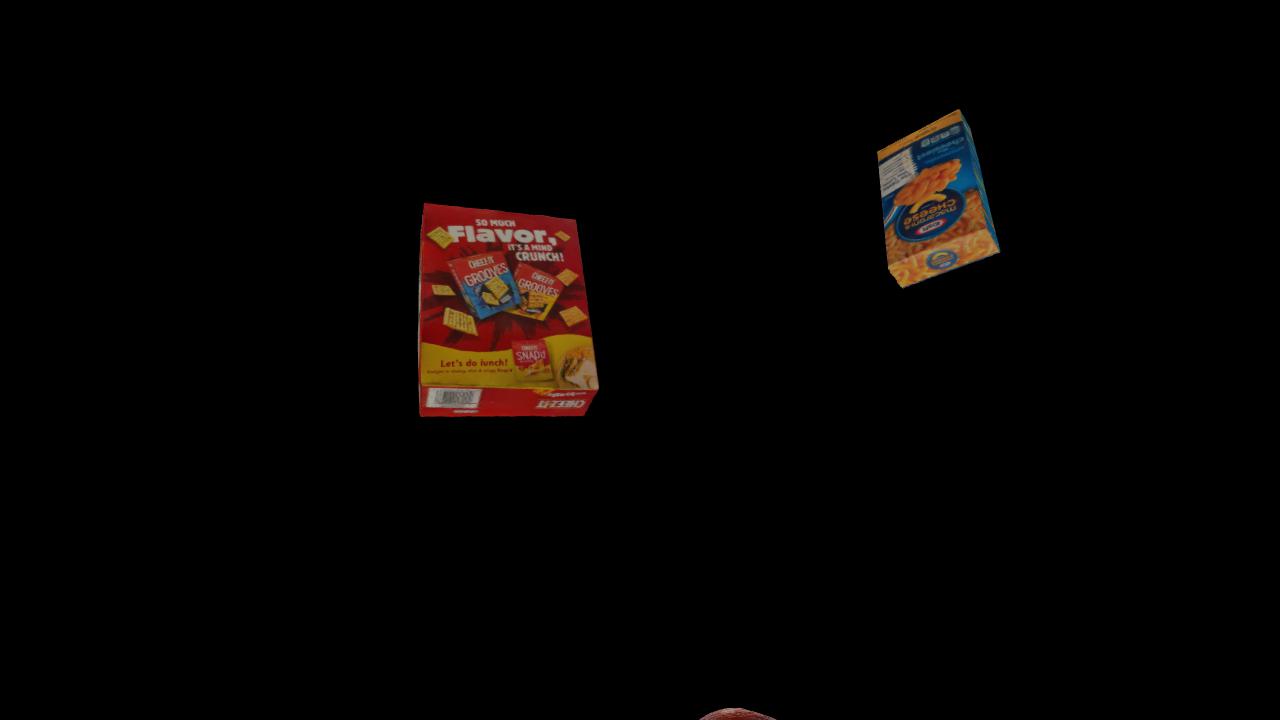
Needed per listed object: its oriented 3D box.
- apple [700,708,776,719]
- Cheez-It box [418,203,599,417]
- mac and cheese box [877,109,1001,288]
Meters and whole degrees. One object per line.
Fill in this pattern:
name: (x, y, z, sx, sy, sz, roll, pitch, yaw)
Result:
apple: (0.072, 0.286, 0.427, 0.093, 0.079, 0.079, 4, -1, -18)
Cheez-It box: (-0.140, -0.053, 0.633, 0.166, 0.223, 0.071, 2, -31, -22)
mac and cheese box: (0.296, -0.166, 0.625, 0.093, 0.184, 0.041, -21, -46, 37)
